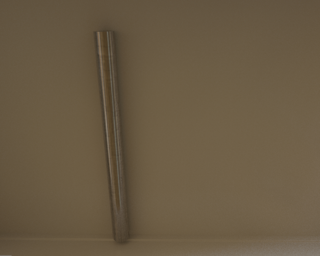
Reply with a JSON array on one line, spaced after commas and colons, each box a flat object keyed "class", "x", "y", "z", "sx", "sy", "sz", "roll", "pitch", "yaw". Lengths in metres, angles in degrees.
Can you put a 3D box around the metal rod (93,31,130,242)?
[{"class": "metal rod", "x": -0.063, "y": 0.025, "z": 0.419, "sx": 0.025, "sy": 0.025, "sz": 0.298, "roll": -1, "pitch": 110, "yaw": 0}]
